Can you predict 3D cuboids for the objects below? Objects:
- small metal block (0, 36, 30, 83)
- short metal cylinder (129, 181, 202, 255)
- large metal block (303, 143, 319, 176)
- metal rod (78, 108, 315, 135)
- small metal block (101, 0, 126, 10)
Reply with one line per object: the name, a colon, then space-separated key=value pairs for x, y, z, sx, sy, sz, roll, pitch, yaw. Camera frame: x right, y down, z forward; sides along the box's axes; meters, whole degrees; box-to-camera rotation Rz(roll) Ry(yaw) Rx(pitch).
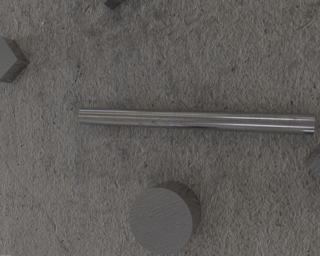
small metal block: x=-0.246 y=-0.108 z=0.496 sx=0.050 sy=0.025 sz=0.050 roll=-41 pitch=77 yaw=15
short metal cylinder: x=0.008 y=0.111 z=0.393 sx=0.080 sy=0.050 sz=0.080 roll=0 pitch=90 yaw=20
large metal block: x=0.213 y=0.032 z=0.321 sx=0.080 sy=0.050 sz=0.080 roll=38 pitch=102 yaw=16
metal rod: x=0.031 y=-0.011 z=0.398 sx=0.301 sy=0.025 sz=0.025 roll=3 pitch=91 yaw=19
small metal block: x=-0.063 y=-0.204 z=0.431 sx=0.050 sy=0.025 sz=0.050 roll=-29 pitch=81 yaw=17
